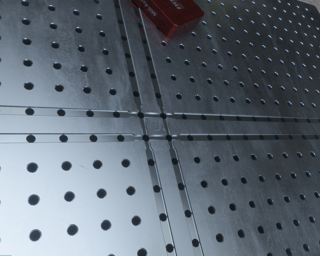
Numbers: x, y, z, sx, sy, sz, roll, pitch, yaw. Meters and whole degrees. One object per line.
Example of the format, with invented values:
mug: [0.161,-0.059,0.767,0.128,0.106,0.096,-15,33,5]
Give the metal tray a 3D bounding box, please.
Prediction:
metal tray: [0.006,-0.227,0.549,0.130,0.030,0.091,49,51,6]
